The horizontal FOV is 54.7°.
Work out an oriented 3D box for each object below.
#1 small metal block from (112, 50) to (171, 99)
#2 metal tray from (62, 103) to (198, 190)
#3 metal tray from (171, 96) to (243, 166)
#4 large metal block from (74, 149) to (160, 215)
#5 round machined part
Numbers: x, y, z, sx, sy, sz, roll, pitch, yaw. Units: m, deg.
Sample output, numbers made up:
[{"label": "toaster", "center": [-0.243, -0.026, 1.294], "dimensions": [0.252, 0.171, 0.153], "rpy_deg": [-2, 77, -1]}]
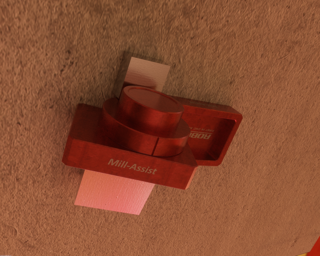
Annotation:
[{"label": "small metal block", "center": [-0.022, -0.058, 0.362], "dimensions": [0.050, 0.025, 0.050], "rpy_deg": [7, 115, -32]}, {"label": "metal tray", "center": [-0.032, 0.018, 0.339], "dimensions": [0.131, 0.090, 0.030], "rpy_deg": [14, 113, -15]}, {"label": "metal tray", "center": [0.045, 0.007, 0.436], "dimensions": [0.131, 0.030, 0.089], "rpy_deg": [6, 115, -32]}, {"label": "large metal block", "center": [-0.052, 0.055, 0.375], "dimensions": [0.081, 0.050, 0.079], "rpy_deg": [14, 125, -15]}, {"label": "round machined part", "center": [-0.013, -0.013, 0.333], "dimensions": [0.099, 0.098, 0.042], "rpy_deg": [6, 115, -32]}]
